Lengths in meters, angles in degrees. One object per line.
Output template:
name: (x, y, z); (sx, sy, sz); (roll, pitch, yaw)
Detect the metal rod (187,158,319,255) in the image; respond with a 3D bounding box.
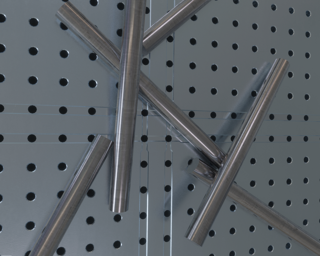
metal rod: (0.165, 0.133, 0.472); (0.301, 0.025, 0.025); (34, 79, -17)

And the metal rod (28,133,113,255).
metal rod: (-0.136, 0.144, 0.362); (0.025, 0.025, 0.300); (31, 80, -18)

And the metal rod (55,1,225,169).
metal rod: (-0.010, -0.044, 0.408); (0.300, 0.025, 0.025); (43, 77, -15)

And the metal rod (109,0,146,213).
metal rod: (-0.038, -0.045, 0.374); (0.025, 0.025, 0.298); (3, 98, -20)

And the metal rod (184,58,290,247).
metal rod: (0.115, 0.020, 0.431); (0.025, 0.025, 0.300); (38, 69, -16)

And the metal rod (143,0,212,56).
metal rod: (0.080, -0.204, 0.441); (0.301, 0.025, 0.025); (-43, 104, -15)
